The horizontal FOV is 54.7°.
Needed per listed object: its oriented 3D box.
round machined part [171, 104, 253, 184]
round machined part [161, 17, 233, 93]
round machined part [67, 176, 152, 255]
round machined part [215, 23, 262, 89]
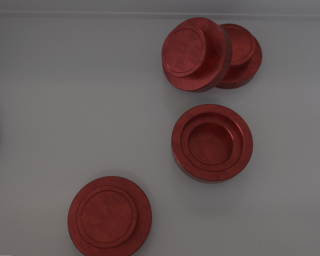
[{"bbox_3d":[0.063,0.022,0.393,0.099,0.042,0.098,0,70,0],"label":"round machined part"},{"bbox_3d":[0.041,-0.097,0.408,0.098,0.042,0.097,-1,88,37],"label":"round machined part"},{"bbox_3d":[-0.059,0.104,0.362,0.099,0.042,0.098,0,70,0],"label":"round machined part"},{"bbox_3d":[0.097,-0.108,0.441,0.099,0.042,0.098,0,70,0],"label":"round machined part"}]
